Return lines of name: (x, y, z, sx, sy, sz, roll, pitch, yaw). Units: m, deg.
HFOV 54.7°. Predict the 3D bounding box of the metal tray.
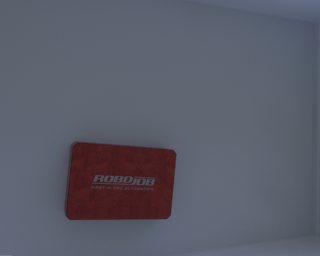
metal tray: (-0.048, 0.067, 0.391, 0.131, 0.030, 0.089, 6, 88, -20)
